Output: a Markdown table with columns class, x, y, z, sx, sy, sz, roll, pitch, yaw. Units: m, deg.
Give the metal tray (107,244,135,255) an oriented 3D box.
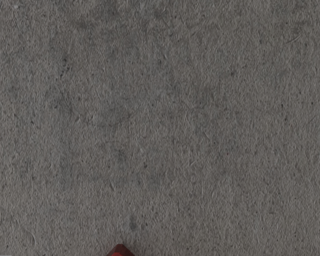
| class | x | y | z | sx | sy | sz | roll | pitch | yaw |
| --- | --- | --- | --- | --- | --- | --- | --- | --- | --- |
| metal tray | -0.039 | 0.231 | 0.407 | 0.130 | 0.030 | 0.090 | 44 | 90 | 0 |
